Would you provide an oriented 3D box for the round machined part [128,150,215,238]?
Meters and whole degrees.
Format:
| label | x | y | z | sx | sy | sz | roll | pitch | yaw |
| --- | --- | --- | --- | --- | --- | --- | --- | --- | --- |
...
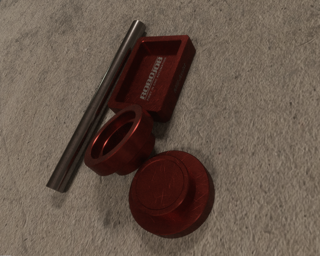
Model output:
| label | x | y | z | sx | sy | sz | roll | pitch | yaw |
| --- | --- | --- | --- | --- | --- | --- | --- | --- | --- |
| round machined part | 0.008 | 0.069 | 0.346 | 0.098 | 0.042 | 0.098 | -13 | 56 | 20 |

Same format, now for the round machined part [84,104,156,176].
| label | x | y | z | sx | sy | sz | roll | pitch | yaw |
| --- | --- | --- | --- | --- | --- | --- | --- | --- | --- |
| round machined part | -0.044 | 0.020 | 0.387 | 0.098 | 0.042 | 0.098 | -34 | 27 | 21 |

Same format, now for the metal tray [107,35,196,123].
| label | x | y | z | sx | sy | sz | roll | pitch | yaw |
| --- | --- | --- | --- | --- | --- | --- | --- | --- | --- |
| metal tray | -0.011 | -0.075 | 0.450 | 0.090 | 0.030 | 0.130 | 8 | 65 | 31 |

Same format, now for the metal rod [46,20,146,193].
| label | x | y | z | sx | sy | sz | roll | pitch | yaw |
| --- | --- | --- | --- | --- | --- | --- | --- | --- | --- |
| metal rod | -0.090 | -0.045 | 0.476 | 0.025 | 0.025 | 0.300 | 10 | 66 | 32 |
